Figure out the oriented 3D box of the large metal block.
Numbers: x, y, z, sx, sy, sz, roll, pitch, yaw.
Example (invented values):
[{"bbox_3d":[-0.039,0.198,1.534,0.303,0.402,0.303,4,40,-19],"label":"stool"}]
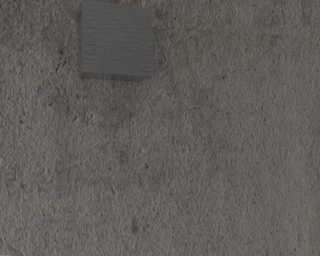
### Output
[{"bbox_3d":[-0.056,-0.101,0.375,0.081,0.050,0.080,1,90,-20],"label":"large metal block"}]
